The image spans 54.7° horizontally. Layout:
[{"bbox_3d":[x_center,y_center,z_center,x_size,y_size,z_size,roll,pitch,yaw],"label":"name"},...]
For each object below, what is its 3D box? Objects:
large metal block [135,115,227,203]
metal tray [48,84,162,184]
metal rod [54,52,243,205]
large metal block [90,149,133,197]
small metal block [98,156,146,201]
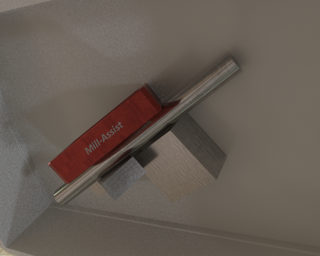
[{"bbox_3d":[0.025,0.039,0.401,0.080,0.050,0.080,47,129,-6],"label":"large metal block"},{"bbox_3d":[-0.058,0.002,0.360,0.130,0.090,0.030,-38,99,6],"label":"metal tray"},{"bbox_3d":[-0.031,0.014,0.382,0.299,0.025,0.025,-37,98,23],"label":"metal rod"},{"bbox_3d":[-0.084,0.044,0.458,0.080,0.050,0.080,47,129,-6],"label":"large metal block"},{"bbox_3d":[-0.049,0.061,0.390,0.025,0.050,0.050,50,165,-7],"label":"small metal block"}]
